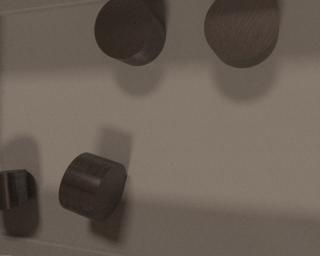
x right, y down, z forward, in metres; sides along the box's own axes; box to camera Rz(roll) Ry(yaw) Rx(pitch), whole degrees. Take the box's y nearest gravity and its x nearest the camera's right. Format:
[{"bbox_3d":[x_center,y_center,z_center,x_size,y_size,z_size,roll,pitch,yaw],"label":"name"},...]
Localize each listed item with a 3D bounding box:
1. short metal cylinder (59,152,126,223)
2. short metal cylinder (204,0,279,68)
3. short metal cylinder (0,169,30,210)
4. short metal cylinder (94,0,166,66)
[{"bbox_3d":[-0.087,0.078,0.411,0.050,0.080,0.079,16,95,19],"label":"short metal cylinder"},{"bbox_3d":[0.096,-0.114,0.363,0.080,0.050,0.079,0,90,19],"label":"short metal cylinder"},{"bbox_3d":[-0.242,0.092,0.464,0.080,0.080,0.050,-7,88,19],"label":"short metal cylinder"},{"bbox_3d":[-0.038,-0.126,0.410,0.080,0.050,0.079,0,90,19],"label":"short metal cylinder"}]
